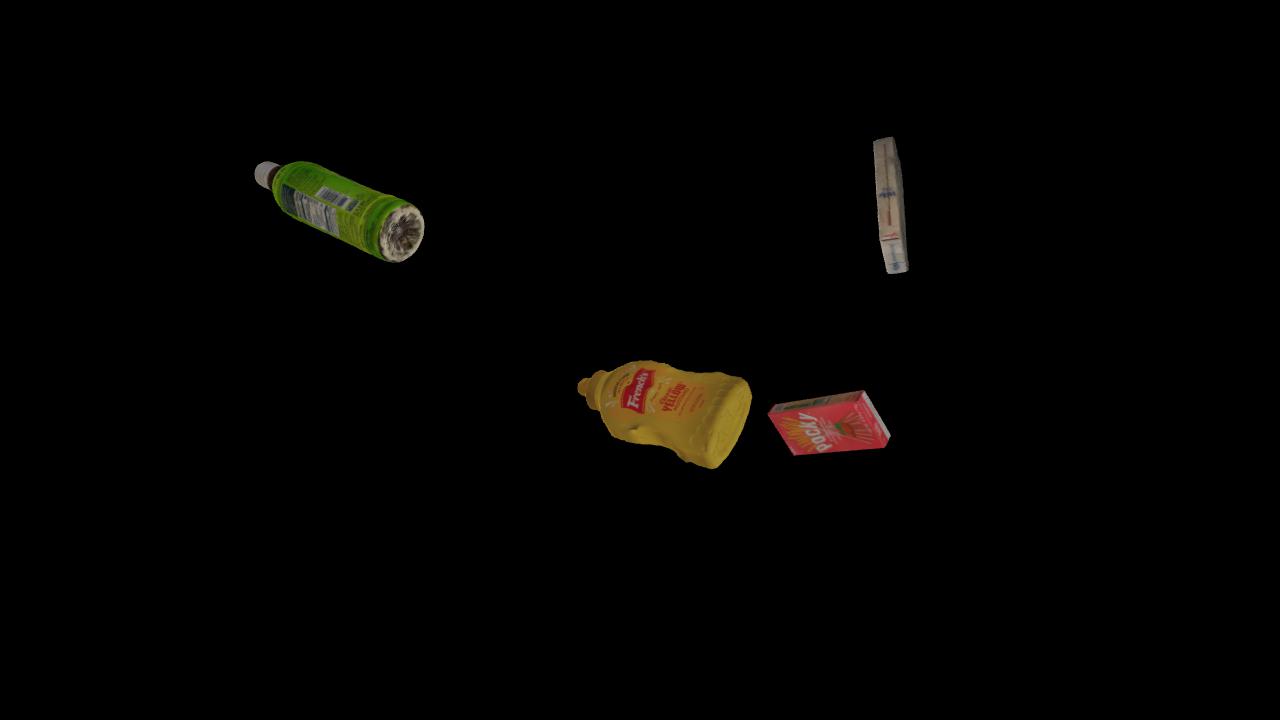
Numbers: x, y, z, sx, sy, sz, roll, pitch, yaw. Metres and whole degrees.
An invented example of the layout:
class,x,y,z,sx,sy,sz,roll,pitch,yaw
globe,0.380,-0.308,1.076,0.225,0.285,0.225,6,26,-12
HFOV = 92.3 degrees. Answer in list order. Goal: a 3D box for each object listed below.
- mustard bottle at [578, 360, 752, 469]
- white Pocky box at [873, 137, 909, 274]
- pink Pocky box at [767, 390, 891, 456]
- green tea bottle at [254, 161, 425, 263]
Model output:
class,x,y,z,sx,sy,sz,roll,pitch,yaw
mustard bottle,0.011,0.043,0.609,0.184,0.092,0.054,12,-27,35
white Pocky box,0.320,-0.196,0.782,0.028,0.154,0.084,-6,-25,27
pink Pocky box,0.266,0.093,0.878,0.155,0.084,0.029,-16,24,49
green tea bottle,-0.345,-0.176,0.689,0.212,0.073,0.073,25,7,14
